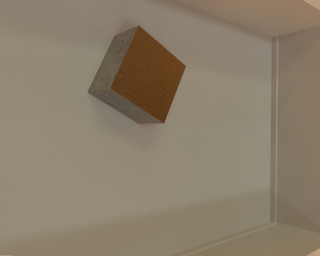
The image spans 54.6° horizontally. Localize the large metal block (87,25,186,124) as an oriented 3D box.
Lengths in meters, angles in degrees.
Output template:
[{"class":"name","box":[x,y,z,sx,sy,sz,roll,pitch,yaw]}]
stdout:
[{"class":"large metal block","box":[-0.025,-0.059,0.368,0.080,0.050,0.080,33,70,-35]}]
